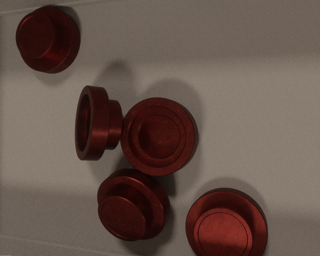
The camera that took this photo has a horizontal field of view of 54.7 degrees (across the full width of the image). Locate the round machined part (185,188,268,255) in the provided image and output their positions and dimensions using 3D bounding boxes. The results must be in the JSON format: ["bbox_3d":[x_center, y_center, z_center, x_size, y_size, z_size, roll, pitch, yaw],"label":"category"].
[{"bbox_3d":[0.078,0.125,0.374,0.098,0.042,0.097,0,90,19],"label":"round machined part"}]

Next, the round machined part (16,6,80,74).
[{"bbox_3d":[-0.172,-0.133,0.461,0.098,0.042,0.097,0,90,19],"label":"round machined part"}]

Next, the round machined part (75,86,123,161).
[{"bbox_3d":[-0.081,-0.005,0.411,0.098,0.042,0.097,-17,71,62],"label":"round machined part"}]

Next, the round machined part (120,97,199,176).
[{"bbox_3d":[0.002,0.011,0.400,0.098,0.042,0.097,0,90,19],"label":"round machined part"}]

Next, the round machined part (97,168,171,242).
[{"bbox_3d":[-0.040,0.104,0.397,0.098,0.042,0.097,10,116,21],"label":"round machined part"}]
